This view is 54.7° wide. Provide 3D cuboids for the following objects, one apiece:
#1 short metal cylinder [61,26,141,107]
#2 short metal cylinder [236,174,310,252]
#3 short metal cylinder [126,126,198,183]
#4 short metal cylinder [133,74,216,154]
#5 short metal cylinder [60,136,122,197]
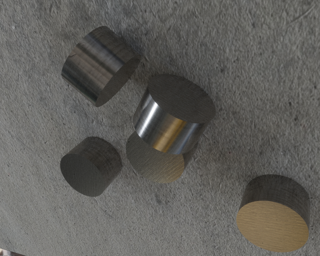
[{"bbox_3d":[-0.067,-0.071,0.363,0.050,0.080,0.080,41,129,0],"label":"short metal cylinder"},{"bbox_3d":[0.140,0.104,0.381,0.080,0.050,0.079,13,124,21],"label":"short metal cylinder"},{"bbox_3d":[0.003,0.025,0.404,0.080,0.050,0.079,13,124,21],"label":"short metal cylinder"},{"bbox_3d":[0.015,-0.017,0.353,0.080,0.080,0.050,34,129,6],"label":"short metal cylinder"},{"bbox_3d":[-0.107,0.060,0.484,0.080,0.050,0.079,13,124,21],"label":"short metal cylinder"}]
